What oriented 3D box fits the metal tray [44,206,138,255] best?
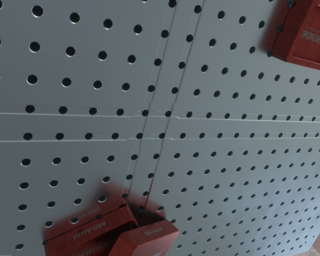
[{"bbox_3d":[-0.094,0.183,0.470,0.131,0.030,0.089,-22,127,-16],"label":"metal tray"}]

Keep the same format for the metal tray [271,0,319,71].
[{"bbox_3d":[0.235,-0.134,0.455,0.131,0.030,0.089,4,117,-31],"label":"metal tray"}]

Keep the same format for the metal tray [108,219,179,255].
[{"bbox_3d":[-0.031,0.195,0.479,0.131,0.030,0.090,12,110,-58],"label":"metal tray"}]
